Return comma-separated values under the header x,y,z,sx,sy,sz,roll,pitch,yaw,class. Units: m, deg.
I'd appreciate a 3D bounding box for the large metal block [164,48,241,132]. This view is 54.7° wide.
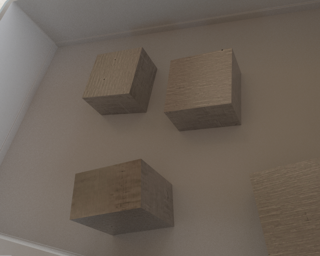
x,y,z,sx,sy,sz,roll,pitch,yaw,class
0.056,-0.046,0.389,0.080,0.050,0.080,-6,59,25,large metal block

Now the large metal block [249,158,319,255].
x,y,z,sx,sy,sz,roll,pitch,yaw,class
0.132,0.076,0.273,0.080,0.050,0.080,-17,55,18,large metal block

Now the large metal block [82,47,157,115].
x,y,z,sx,sy,sz,roll,pitch,yaw,class
-0.058,-0.068,0.462,0.080,0.050,0.080,-2,61,27,large metal block

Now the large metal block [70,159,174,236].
x,y,z,sx,sy,sz,roll,pitch,yaw,class
-0.038,0.080,0.341,0.080,0.080,0.050,-15,56,20,large metal block
